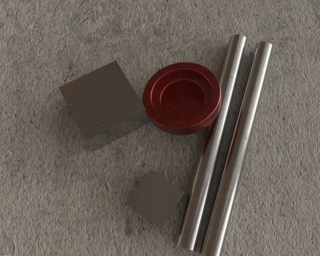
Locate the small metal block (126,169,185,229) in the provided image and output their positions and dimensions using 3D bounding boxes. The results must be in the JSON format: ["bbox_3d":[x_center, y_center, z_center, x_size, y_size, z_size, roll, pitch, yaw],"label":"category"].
[{"bbox_3d":[-0.005,0.086,0.376,0.050,0.025,0.050,33,73,11],"label":"small metal block"}]

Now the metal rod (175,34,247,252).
[{"bbox_3d":[0.072,0.004,0.407,0.025,0.025,0.299,16,71,5],"label":"metal rod"}]

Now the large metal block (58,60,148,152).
[{"bbox_3d":[-0.072,-0.028,0.404,0.080,0.050,0.080,-28,73,-10],"label":"large metal block"}]

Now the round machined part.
[{"bbox_3d":[0.030,-0.034,0.405,0.098,0.042,0.098,-5,63,10],"label":"round machined part"}]

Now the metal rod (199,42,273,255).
[{"bbox_3d":[0.104,0.015,0.403,0.025,0.025,0.299,18,71,6],"label":"metal rod"}]
